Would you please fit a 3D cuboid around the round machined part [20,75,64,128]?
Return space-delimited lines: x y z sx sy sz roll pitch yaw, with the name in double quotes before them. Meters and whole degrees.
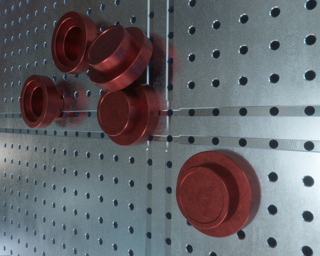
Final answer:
"round machined part" -0.218 -0.048 0.580 0.098 0.042 0.097 0 90 40

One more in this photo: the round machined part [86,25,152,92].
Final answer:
"round machined part" -0.062 -0.101 0.425 0.098 0.042 0.098 -20 51 27

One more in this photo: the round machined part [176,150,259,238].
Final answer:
"round machined part" 0.057 0.075 0.352 0.098 0.042 0.097 0 90 40

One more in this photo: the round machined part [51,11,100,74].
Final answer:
"round machined part" -0.133 -0.137 0.510 0.098 0.042 0.097 0 90 40

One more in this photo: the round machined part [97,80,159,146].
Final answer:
"round machined part" -0.052 -0.023 0.443 0.098 0.042 0.097 0 90 40
